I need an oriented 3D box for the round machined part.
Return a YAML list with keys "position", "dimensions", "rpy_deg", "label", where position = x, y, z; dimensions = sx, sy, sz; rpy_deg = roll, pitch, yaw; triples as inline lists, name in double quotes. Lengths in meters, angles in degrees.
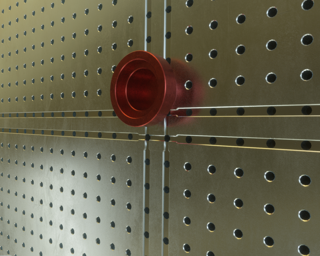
- position: [-0.017, -0.050, 0.411]
  dimensions: [0.098, 0.042, 0.097]
  rpy_deg: [0, 90, 39]
  label: "round machined part"
